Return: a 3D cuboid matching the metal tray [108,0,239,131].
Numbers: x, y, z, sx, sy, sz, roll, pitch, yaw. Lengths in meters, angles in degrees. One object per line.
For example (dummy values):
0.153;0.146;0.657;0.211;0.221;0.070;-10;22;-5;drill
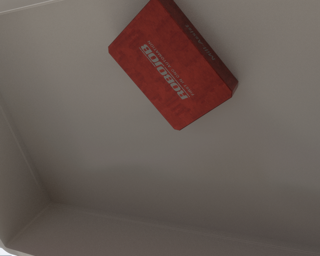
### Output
0.014;-0.070;0.354;0.130;0.030;0.090;49;128;-7;metal tray
